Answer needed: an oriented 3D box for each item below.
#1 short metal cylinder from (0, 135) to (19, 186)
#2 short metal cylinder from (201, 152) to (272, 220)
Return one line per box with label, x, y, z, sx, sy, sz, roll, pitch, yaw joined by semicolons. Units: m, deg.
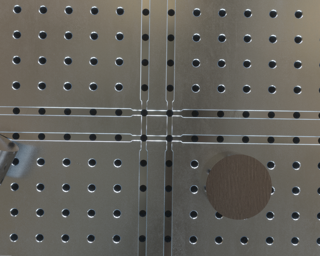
short metal cylinder;-0.227;0.034;0.384;0.080;0.080;0.050;26;90;0
short metal cylinder;0.096;0.072;0.402;0.081;0.050;0.079;0;90;0
